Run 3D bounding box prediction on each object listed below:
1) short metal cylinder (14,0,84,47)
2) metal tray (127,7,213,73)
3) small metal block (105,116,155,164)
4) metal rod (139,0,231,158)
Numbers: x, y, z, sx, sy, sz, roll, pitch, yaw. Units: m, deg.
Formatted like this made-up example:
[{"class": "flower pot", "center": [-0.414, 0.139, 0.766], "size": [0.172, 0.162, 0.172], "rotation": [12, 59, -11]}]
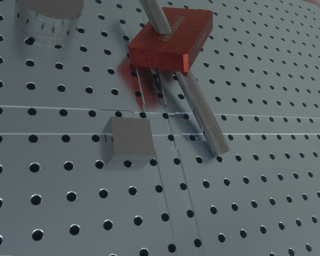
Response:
[{"class": "short metal cylinder", "center": [-0.147, -0.155, 0.408], "size": [0.081, 0.050, 0.080], "rotation": [14, 56, -21]}, {"class": "metal tray", "center": [0.020, -0.139, 0.471], "size": [0.090, 0.030, 0.130], "rotation": [12, 49, 20]}, {"class": "small metal block", "center": [-0.037, 0.015, 0.379], "size": [0.050, 0.025, 0.050], "rotation": [4, 60, -26]}, {"class": "metal rod", "center": [0.026, -0.098, 0.455], "size": [0.025, 0.025, 0.299], "rotation": [-18, 80, -35]}]
